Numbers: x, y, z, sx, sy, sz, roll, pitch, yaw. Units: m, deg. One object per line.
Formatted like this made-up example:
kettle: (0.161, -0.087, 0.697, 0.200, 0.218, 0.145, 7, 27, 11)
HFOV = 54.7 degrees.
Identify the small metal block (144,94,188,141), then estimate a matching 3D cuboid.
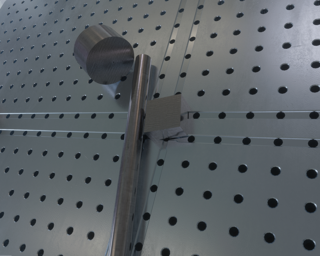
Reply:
small metal block: (0.009, -0.014, 0.412, 0.050, 0.025, 0.050, -10, 57, 23)

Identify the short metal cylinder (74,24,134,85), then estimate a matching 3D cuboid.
short metal cylinder: (-0.088, -0.116, 0.490, 0.080, 0.080, 0.050, -43, 51, -1)

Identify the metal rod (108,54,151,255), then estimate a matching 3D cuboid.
metal rod: (-0.036, 0.022, 0.413, 0.025, 0.025, 0.299, -9, 57, 23)
